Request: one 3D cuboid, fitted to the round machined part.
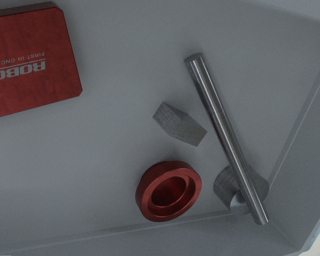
[{"bbox_3d":[0.009,0.088,0.459,0.099,0.042,0.097,-14,125,-21],"label":"round machined part"}]

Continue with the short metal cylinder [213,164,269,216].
[{"bbox_3d":[0.140,0.105,0.537,0.081,0.050,0.079,-14,125,-21],"label":"short metal cylinder"}]

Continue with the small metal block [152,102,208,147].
[{"bbox_3d":[0.026,-0.005,0.405,0.050,0.050,0.025,23,106,-37],"label":"small metal block"}]

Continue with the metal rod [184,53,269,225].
[{"bbox_3d":[0.104,0.032,0.446,0.025,0.025,0.299,-32,116,-8],"label":"metal rod"}]

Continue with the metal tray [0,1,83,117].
[{"bbox_3d":[-0.148,-0.059,0.288,0.131,0.030,0.089,-18,126,-18],"label":"metal tray"}]
